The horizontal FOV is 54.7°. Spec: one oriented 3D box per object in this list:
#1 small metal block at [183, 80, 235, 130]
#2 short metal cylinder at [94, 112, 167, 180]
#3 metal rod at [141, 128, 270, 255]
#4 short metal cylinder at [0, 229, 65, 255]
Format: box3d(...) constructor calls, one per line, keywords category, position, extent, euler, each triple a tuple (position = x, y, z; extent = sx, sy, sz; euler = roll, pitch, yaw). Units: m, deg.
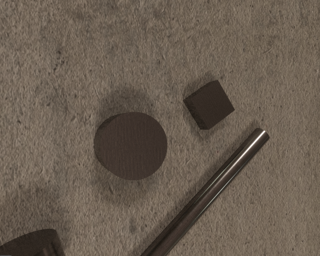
box3d(category="small metal block", position=(0.069, -0.032, 0.436), extent=(0.050, 0.025, 0.050), euler=(-36, 102, -17))
box3d(category="short metal cylinder", position=(-0.038, 0.021, 0.383), extent=(0.081, 0.050, 0.079), euler=(0, 90, -21))
box3d(category="metal rod", position=(0.051, 0.110, 0.429), extent=(0.301, 0.025, 0.025), euler=(-44, 104, -15))
box3d(category="short metal cylinder", position=(-0.141, 0.150, 0.328), extent=(0.081, 0.080, 0.050), euler=(-19, 97, -19))
